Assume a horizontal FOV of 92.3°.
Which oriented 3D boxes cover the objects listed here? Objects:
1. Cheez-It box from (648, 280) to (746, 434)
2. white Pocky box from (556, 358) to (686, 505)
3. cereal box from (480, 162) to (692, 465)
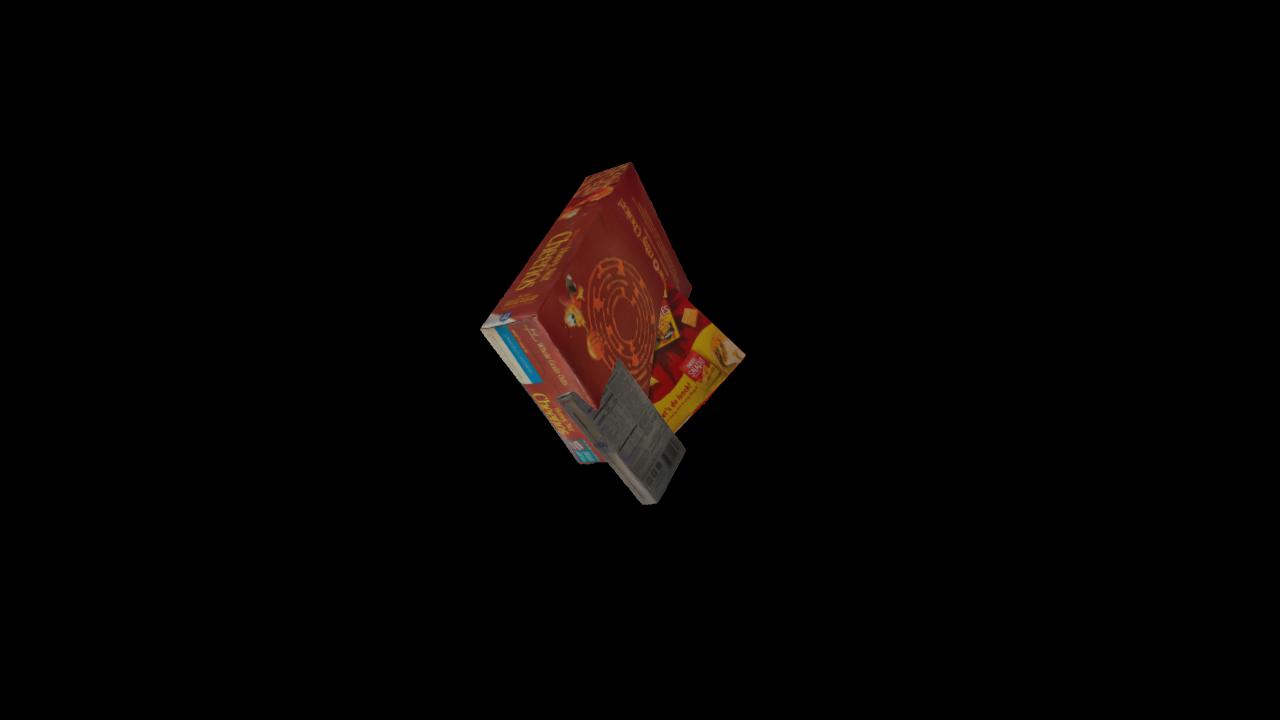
[{"bbox_3d":[-0.007,-0.020,0.754,0.166,0.223,0.071,-44,-6,-27],"label":"Cheez-It box"},{"bbox_3d":[-0.015,0.069,0.645,0.028,0.154,0.084,-18,26,43],"label":"white Pocky box"},{"bbox_3d":[-0.040,-0.062,0.709,0.081,0.203,0.306,-9,40,30],"label":"cereal box"}]
